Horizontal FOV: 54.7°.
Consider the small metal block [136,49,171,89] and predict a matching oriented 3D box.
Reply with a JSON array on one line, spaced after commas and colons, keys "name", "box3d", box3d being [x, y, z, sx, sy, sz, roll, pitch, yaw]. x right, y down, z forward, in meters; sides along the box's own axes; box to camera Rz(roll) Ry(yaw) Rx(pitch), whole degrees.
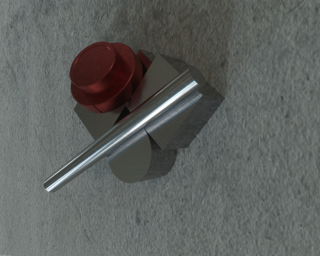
[{"name": "small metal block", "box3d": [-0.018, -0.069, 0.418, 0.050, 0.025, 0.050, 50, 119, 28]}]

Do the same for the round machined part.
[{"name": "round machined part", "box3d": [-0.075, -0.071, 0.398, 0.098, 0.042, 0.098, -12, 60, 21]}]

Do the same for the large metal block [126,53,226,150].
[{"name": "large metal block", "box3d": [0.017, -0.031, 0.375, 0.080, 0.050, 0.080, 49, 119, 28]}]

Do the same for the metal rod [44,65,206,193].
[{"name": "metal rod", "box3d": [-0.065, 0.018, 0.392, 0.299, 0.025, 0.025, -34, 69, 34]}]

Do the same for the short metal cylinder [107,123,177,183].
[{"name": "short metal cylinder", "box3d": [-0.025, 0.029, 0.408, 0.080, 0.050, 0.079, 0, 90, 39]}]

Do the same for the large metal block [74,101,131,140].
[{"name": "large metal block", "box3d": [-0.068, -0.030, 0.443, 0.080, 0.050, 0.080, 50, 119, 28]}]
